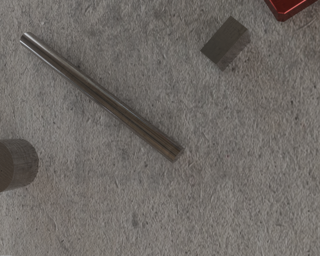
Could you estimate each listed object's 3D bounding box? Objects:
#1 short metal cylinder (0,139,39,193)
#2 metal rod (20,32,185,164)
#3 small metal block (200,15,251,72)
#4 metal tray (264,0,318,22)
[{"bbox_3d":[-0.238,0.057,0.480,0.080,0.050,0.080,0,90,20],"label":"short metal cylinder"},{"bbox_3d":[-0.091,-0.051,0.441,0.300,0.025,0.025,37,102,16],"label":"metal rod"},{"bbox_3d":[0.079,-0.098,0.368,0.025,0.050,0.050,45,104,14],"label":"small metal block"},{"bbox_3d":[0.145,-0.202,0.355,0.090,0.030,0.130,-31,80,17],"label":"metal tray"}]
